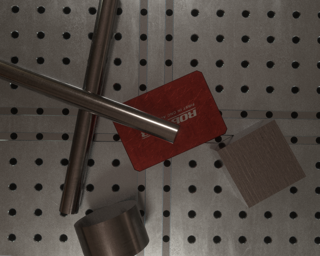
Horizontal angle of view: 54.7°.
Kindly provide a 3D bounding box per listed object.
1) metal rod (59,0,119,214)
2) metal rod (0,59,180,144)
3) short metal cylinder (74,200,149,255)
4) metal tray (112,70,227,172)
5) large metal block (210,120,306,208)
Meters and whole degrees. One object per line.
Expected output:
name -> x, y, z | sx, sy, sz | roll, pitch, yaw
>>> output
metal rod -> -0.093, -0.036, 0.412 | 0.025, 0.025, 0.298 | 11, 90, -1
metal rod -> -0.120, -0.044, 0.389 | 0.301, 0.025, 0.025 | 20, 90, 8
short metal cylinder -> -0.059, 0.129, 0.385 | 0.080, 0.080, 0.050 | -18, 90, 0
metal tray -> 0.011, -0.009, 0.411 | 0.131, 0.030, 0.090 | -24, 90, -1
large metal block -> 0.124, 0.044, 0.403 | 0.080, 0.050, 0.080 | -29, 90, 0
